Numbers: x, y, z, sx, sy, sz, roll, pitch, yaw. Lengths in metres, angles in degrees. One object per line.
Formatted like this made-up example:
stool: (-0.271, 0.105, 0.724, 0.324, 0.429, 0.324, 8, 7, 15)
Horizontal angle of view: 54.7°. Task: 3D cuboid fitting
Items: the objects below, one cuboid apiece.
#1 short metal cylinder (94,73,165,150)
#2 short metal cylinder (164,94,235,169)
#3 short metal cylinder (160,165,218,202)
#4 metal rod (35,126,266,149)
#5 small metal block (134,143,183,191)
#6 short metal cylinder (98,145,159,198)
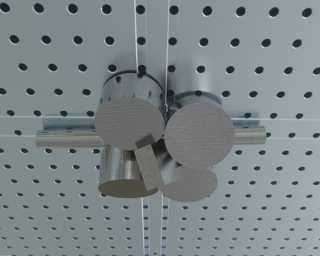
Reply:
short metal cylinder: (-0.035, -0.019, 0.374, 0.081, 0.050, 0.079, 0, 130, 0)
short metal cylinder: (0.045, 0.002, 0.376, 0.081, 0.050, 0.079, 0, 107, 0)
short metal cylinder: (0.039, 0.062, 0.443, 0.081, 0.050, 0.079, 0, 130, 0)
metal rod: (-0.012, 0.012, 0.417, 0.302, 0.025, 0.025, -1, 130, 0)
small metal block: (-0.001, 0.046, 0.383, 0.025, 0.050, 0.050, -25, 168, 26)
short metal cylinder: (-0.042, 0.061, 0.426, 0.081, 0.050, 0.080, -1, 150, 0)
